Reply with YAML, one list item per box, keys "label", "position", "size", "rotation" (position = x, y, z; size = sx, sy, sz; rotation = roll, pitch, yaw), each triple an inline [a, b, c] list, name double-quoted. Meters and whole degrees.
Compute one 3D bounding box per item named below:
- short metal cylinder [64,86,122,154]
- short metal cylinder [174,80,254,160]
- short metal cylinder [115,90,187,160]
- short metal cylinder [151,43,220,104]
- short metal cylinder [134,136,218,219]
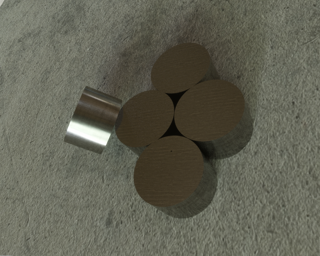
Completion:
- label: "short metal cylinder"
  position: [-0.090, -0.010, 0.416]
  size: [0.080, 0.050, 0.080]
  rotation: [-157, 89, -78]
- label: "short metal cylinder"
  position: [0.064, -0.009, 0.362]
  size: [0.080, 0.050, 0.080]
  rotation: [-13, 56, 21]
- label: "short metal cylinder"
  position: [-0.009, -0.001, 0.395]
  size: [0.080, 0.050, 0.080]
  rotation: [-13, 56, 21]
- label: "short metal cylinder"
  position: [0.035, -0.065, 0.411]
  size: [0.080, 0.050, 0.080]
  rotation: [-13, 56, 21]
- label: "short metal cylinder"
  position: [0.018, 0.055, 0.346]
  size: [0.080, 0.050, 0.080]
  rotation: [-13, 56, 21]
